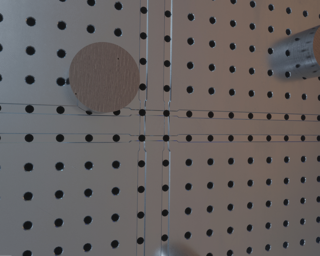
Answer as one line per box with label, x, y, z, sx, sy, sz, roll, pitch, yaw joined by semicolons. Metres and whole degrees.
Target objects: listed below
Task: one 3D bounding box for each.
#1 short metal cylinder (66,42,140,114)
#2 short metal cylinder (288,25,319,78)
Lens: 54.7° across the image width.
short metal cylinder;-0.070;-0.058;0.374;0.081;0.050;0.079;0;90;-21
short metal cylinder;0.256;-0.123;0.496;0.081;0.050;0.079;0;90;-20
